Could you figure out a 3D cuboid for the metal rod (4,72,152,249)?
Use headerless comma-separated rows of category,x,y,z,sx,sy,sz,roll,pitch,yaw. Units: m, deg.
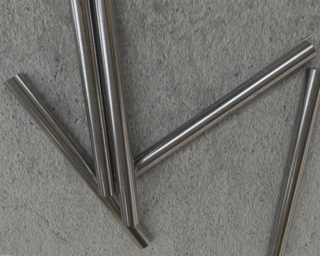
metal rod,-0.103,0.056,0.429,0.025,0.025,0.299,-31,108,10

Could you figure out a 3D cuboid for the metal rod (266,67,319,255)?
metal rod,0.187,0.066,0.435,0.025,0.025,0.298,3,110,-1

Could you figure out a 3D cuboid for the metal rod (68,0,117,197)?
metal rod,-0.083,-0.055,0.377,0.025,0.025,0.298,-5,106,1

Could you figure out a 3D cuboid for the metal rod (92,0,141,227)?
metal rod,-0.053,-0.017,0.385,0.025,0.025,0.298,-5,104,2

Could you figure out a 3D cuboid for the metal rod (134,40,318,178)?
metal rod,0.062,-0.012,0.405,0.300,0.025,0.025,-35,107,12
